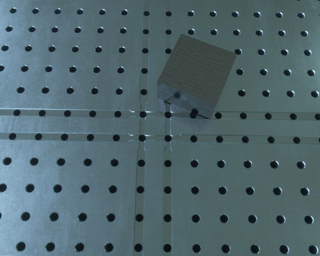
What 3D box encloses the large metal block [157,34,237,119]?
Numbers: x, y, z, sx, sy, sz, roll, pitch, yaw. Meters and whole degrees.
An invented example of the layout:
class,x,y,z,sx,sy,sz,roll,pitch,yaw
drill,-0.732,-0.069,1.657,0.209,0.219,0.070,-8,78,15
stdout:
class,x,y,z,sx,sy,sz,roll,pitch,yaw
large metal block,0.049,-0.070,0.425,0.080,0.050,0.080,22,71,7
